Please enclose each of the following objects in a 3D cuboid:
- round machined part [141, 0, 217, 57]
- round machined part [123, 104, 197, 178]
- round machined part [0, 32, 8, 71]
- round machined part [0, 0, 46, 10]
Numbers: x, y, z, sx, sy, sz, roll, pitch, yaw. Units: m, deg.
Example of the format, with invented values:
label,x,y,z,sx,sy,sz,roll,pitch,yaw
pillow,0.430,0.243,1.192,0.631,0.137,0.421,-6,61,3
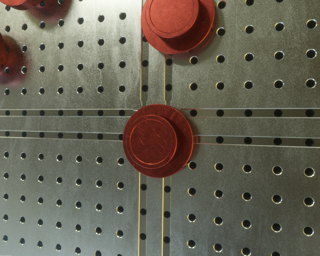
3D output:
label,x,y,z,sx,sy,sz,roll,pitch,yaw
round machined part,0.020,-0.144,0.396,0.098,0.042,0.097,0,90,19
round machined part,-0.005,0.017,0.404,0.098,0.042,0.097,0,90,19
round machined part,-0.290,-0.124,0.504,0.098,0.042,0.097,0,90,19
round machined part,-0.205,-0.229,0.474,0.098,0.042,0.097,0,90,19
